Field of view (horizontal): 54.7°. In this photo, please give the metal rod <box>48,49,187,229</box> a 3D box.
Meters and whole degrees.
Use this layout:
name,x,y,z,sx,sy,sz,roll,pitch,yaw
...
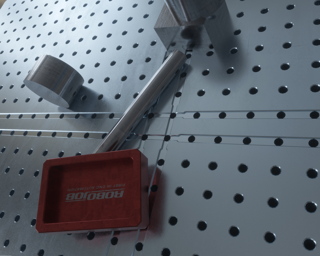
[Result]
name,x,y,z,sx,sy,sz,roll,pitch,yaw
metal rod,-0.059,0.010,0.432,0.025,0.025,0.300,29,78,37

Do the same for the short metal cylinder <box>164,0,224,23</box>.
name,x,y,z,sx,sy,sz,roll,pitch,yaw
short metal cylinder,0.043,-0.191,0.423,0.080,0.050,0.080,-13,56,21

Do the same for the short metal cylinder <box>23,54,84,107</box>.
name,x,y,z,sx,sy,sz,roll,pitch,yaw
short metal cylinder,-0.174,-0.076,0.511,0.080,0.080,0.050,13,69,33

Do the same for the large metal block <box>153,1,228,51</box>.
name,x,y,z,sx,sy,sz,roll,pitch,yaw
large metal block,0.048,-0.166,0.469,0.080,0.050,0.080,7,65,31

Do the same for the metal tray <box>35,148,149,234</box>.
name,x,y,z,sx,sy,sz,roll,pitch,yaw
metal tray,-0.081,0.078,0.377,0.130,0.030,0.090,-8,66,12
